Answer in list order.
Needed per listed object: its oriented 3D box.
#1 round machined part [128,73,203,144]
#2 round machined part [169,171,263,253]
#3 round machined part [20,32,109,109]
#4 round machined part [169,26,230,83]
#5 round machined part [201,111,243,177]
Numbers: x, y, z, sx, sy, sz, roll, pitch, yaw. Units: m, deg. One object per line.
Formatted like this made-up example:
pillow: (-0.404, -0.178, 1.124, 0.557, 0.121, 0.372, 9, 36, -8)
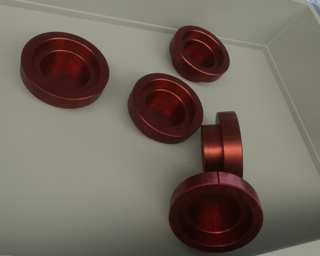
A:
round machined part: (0.004, -0.021, 0.408, 0.099, 0.042, 0.098, 13, 55, -19)
round machined part: (0.060, 0.088, 0.344, 0.098, 0.097, 0.042, 30, 26, -10)
round machined part: (-0.114, -0.064, 0.372, 0.099, 0.042, 0.098, 14, 56, -21)
round machined part: (0.058, -0.112, 0.494, 0.099, 0.042, 0.098, 14, 56, -21)
round machined part: (0.075, 0.028, 0.391, 0.042, 0.098, 0.098, -4, 59, 5)
